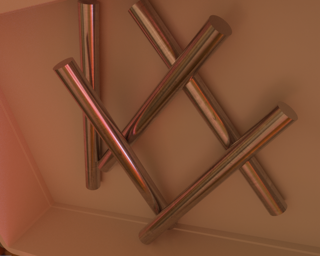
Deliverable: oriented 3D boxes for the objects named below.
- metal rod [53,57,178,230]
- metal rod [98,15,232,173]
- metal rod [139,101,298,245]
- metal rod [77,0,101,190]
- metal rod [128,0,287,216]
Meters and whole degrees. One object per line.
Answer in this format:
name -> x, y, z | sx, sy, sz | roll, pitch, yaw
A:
metal rod -> -0.044, 0.041, 0.415 | 0.025, 0.025, 0.299 | -6, 129, 31
metal rod -> -0.016, -0.016, 0.384 | 0.025, 0.025, 0.298 | 42, 136, -1
metal rod -> 0.051, 0.076, 0.392 | 0.025, 0.025, 0.298 | 39, 127, 1
metal rod -> -0.099, -0.025, 0.445 | 0.025, 0.025, 0.298 | 19, 126, 17
metal rod -> 0.062, -0.016, 0.365 | 0.025, 0.025, 0.299 | -28, 103, 37
